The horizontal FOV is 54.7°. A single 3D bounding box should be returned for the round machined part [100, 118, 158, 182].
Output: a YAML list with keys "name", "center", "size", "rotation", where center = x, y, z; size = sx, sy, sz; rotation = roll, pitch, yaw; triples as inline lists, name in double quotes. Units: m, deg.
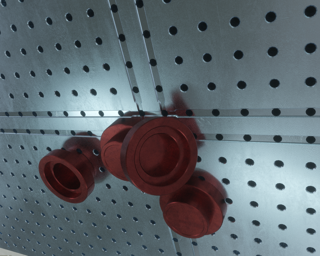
- name: "round machined part"
  center: [-0.045, 0.038, 0.446]
  size: [0.098, 0.042, 0.097]
  rotation: [13, 124, 20]

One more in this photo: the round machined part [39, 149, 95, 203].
- name: "round machined part"
  center: [-0.152, 0.076, 0.525]
  size: [0.098, 0.042, 0.097]
  rotation: [13, 124, 20]

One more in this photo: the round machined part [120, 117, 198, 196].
- name: "round machined part"
  center: [-0.004, 0.033, 0.397]
  size: [0.098, 0.099, 0.042]
  rotation: [63, 160, -17]

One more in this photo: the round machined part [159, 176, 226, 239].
- name: "round machined part"
  center: [0.043, 0.121, 0.451]
  size: [0.098, 0.042, 0.097]
  rotation: [13, 124, 20]
